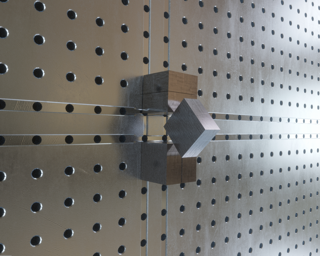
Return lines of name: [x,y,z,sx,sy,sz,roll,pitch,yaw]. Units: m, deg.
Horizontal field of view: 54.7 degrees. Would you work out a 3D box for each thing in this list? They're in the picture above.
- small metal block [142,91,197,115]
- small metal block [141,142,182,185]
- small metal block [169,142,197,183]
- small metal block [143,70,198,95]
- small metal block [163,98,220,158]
small metal block: [0.013,-0.031,0.405,0.050,0.050,0.025,3,89,-40]
small metal block: [0.001,0.044,0.396,0.025,0.050,0.050,2,89,-40]
small metal block: [0.021,0.044,0.411,0.025,0.050,0.050,2,89,-40]
small metal block: [0.013,-0.056,0.405,0.050,0.050,0.025,3,89,-40]
small metal block: [0.037,0.000,0.372,0.025,0.050,0.050,1,47,-40]
